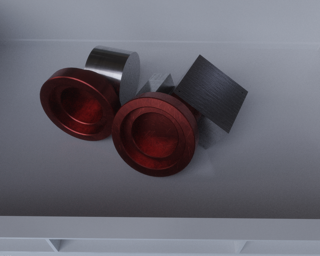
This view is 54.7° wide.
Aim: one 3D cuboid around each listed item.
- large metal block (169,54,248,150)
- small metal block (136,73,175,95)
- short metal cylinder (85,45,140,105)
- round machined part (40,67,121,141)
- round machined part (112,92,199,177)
[{"bbox_3d":[0.055,-0.033,0.398,0.080,0.050,0.080,37,54,-5],"label":"large metal block"},{"bbox_3d":[-0.001,-0.039,0.418,0.025,0.050,0.050,8,47,33],"label":"small metal block"},{"bbox_3d":[-0.064,-0.069,0.427,0.050,0.080,0.080,13,51,10],"label":"short metal cylinder"},{"bbox_3d":[-0.093,-0.033,0.385,0.098,0.097,0.042,13,44,10],"label":"round machined part"},{"bbox_3d":[-0.003,0.004,0.360,0.098,0.097,0.042,16,27,12],"label":"round machined part"}]
